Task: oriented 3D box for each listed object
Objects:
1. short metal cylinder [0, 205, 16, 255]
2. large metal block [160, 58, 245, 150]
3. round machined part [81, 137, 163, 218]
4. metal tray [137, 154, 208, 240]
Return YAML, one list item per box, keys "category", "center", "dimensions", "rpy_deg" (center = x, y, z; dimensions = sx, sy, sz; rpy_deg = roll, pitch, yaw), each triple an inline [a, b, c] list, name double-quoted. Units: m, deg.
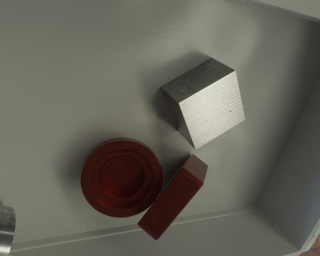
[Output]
- category: "short metal cylinder"
  center: [-0.202, 0.122, 0.339]
  dimensions: [0.050, 0.080, 0.080]
  rpy_deg: [25, 104, -37]
- category: "large metal block"
  center: [0.058, -0.032, 0.406]
  dimensions: [0.080, 0.050, 0.080]
  rpy_deg: [-31, 129, -9]
- category: "round machined part"
  center: [-0.048, 0.059, 0.393]
  dimensions: [0.099, 0.042, 0.097]
  rpy_deg: [-2, 100, -9]
- category: "metal tray"
  center: [0.023, 0.086, 0.420]
  dimensions: [0.090, 0.030, 0.130]
  rpy_deg: [-52, 173, 9]
